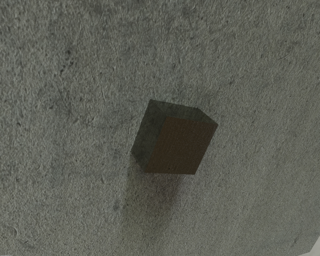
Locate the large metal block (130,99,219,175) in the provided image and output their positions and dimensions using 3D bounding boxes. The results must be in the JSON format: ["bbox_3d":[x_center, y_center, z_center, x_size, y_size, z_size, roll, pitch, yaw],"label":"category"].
[{"bbox_3d":[0.018,0.014,0.412,0.081,0.050,0.079,8,114,-32],"label":"large metal block"}]
